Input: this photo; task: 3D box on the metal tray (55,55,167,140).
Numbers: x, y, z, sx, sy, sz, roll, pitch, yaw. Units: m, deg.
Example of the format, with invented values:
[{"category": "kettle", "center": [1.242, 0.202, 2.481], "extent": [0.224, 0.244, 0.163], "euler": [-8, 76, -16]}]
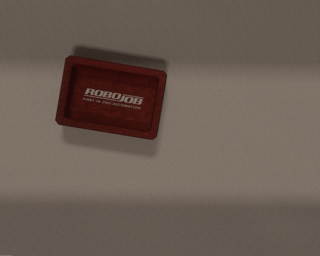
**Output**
[{"category": "metal tray", "center": [-0.062, -0.039, 0.408], "extent": [0.131, 0.030, 0.089], "euler": [9, 90, -1]}]
